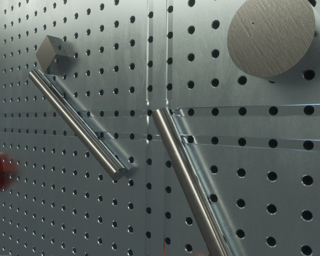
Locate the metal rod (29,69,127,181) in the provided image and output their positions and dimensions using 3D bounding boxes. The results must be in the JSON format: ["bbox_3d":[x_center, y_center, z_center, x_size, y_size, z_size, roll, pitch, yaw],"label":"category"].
[{"bbox_3d":[-0.154,-0.019,0.536,0.300,0.025,0.025,43,116,31],"label":"metal rod"}]

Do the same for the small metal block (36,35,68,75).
[{"bbox_3d":[-0.202,-0.135,0.577,0.050,0.025,0.050,-44,63,31],"label":"small metal block"}]

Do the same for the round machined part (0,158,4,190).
[{"bbox_3d":[-0.420,0.110,0.746,0.098,0.042,0.097,0,90,39],"label":"round machined part"}]

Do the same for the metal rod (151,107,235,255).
[{"bbox_3d":[0.056,0.110,0.363,0.025,0.025,0.299,-36,68,34],"label":"metal rod"}]

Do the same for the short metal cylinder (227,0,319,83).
[{"bbox_3d":[0.113,-0.086,0.300,0.080,0.050,0.080,0,90,40],"label":"short metal cylinder"}]
